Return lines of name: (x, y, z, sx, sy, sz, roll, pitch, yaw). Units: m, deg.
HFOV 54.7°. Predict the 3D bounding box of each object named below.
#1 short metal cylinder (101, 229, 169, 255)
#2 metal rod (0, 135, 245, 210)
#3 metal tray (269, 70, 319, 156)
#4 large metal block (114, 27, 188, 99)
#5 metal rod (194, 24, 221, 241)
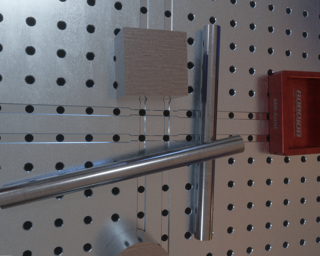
short metal cylinder: (-0.031, 0.175, 0.389, 0.081, 0.050, 0.079, 0, 90, -20)
metal rod: (-0.035, 0.050, 0.385, 0.302, 0.025, 0.025, -11, 94, -14)
metal tray: (0.221, -0.023, 0.493, 0.091, 0.030, 0.129, -2, 91, -21)
large metal block: (-0.012, -0.079, 0.396, 0.081, 0.050, 0.079, -2, 91, -20)
metal rod: (0.067, 0.006, 0.438, 0.025, 0.025, 0.298, 3, 89, -20)
